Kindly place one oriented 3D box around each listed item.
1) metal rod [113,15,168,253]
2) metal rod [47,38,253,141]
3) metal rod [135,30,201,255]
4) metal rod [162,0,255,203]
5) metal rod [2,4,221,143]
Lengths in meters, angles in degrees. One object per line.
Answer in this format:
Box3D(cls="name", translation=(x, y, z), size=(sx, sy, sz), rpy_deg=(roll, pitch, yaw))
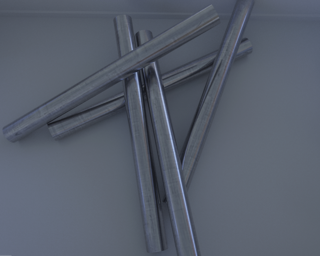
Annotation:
Box3D(cls="metal rod", translation=(-0.027, -0.003, 0.389), size=(0.025, 0.025, 0.299), rpy_deg=(-9, 78, -3))
Box3D(cls="metal rod", translation=(-0.007, -0.057, 0.430), size=(0.302, 0.025, 0.025), rpy_deg=(-25, 72, -9))
Box3D(cls="metal rod", translation=(0.005, 0.009, 0.377), size=(0.025, 0.025, 0.299), rpy_deg=(-10, 70, -4))
Box3D(cls="metal rod", translation=(0.068, -0.043, 0.407), size=(0.025, 0.025, 0.299), rpy_deg=(20, 78, 7))
Box3D(cls="metal rod", translation=(-0.066, -0.062, 0.383), size=(0.300, 0.025, 0.025), rpy_deg=(-28, 72, 9))
